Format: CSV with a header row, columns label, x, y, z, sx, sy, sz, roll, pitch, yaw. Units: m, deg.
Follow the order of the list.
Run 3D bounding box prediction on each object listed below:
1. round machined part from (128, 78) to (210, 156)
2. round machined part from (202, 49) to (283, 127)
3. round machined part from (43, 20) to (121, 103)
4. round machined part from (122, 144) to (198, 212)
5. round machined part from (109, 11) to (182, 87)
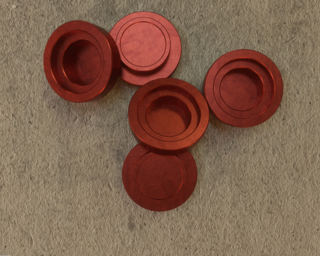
label,x,y,z,sx,sy,sz,roll,pitch,yaw
round machined part,0.010,-0.011,0.392,0.099,0.042,0.098,1,67,-3
round machined part,0.104,-0.050,0.404,0.099,0.042,0.097,0,90,-1
round machined part,-0.093,-0.082,0.391,0.098,0.042,0.097,3,98,20
round machined part,0.000,0.060,0.402,0.099,0.042,0.097,0,90,-1
round machined part,-0.021,-0.104,0.402,0.099,0.042,0.097,0,90,-1
